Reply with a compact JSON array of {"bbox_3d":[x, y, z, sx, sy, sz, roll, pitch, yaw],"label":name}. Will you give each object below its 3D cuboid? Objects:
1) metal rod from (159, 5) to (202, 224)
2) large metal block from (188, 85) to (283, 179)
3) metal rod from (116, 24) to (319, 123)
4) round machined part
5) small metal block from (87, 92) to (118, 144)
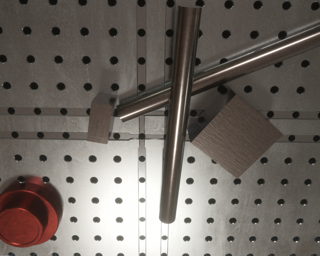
[{"bbox_3d":[0.021,0.004,0.393,0.025,0.025,0.298,4,118,-2],"label":"metal rod"},{"bbox_3d":[0.094,0.005,0.403,0.080,0.050,0.080,38,106,-13],"label":"large metal block"},{"bbox_3d":[0.088,-0.072,0.388,0.301,0.025,0.025,-21,109,7],"label":"metal rod"},{"bbox_3d":[-0.198,0.133,0.451,0.099,0.042,0.097,0,110,-1],"label":"round machined part"},{"bbox_3d":[-0.073,-0.014,0.394,0.025,0.050,0.050,10,110,-4],"label":"small metal block"}]
